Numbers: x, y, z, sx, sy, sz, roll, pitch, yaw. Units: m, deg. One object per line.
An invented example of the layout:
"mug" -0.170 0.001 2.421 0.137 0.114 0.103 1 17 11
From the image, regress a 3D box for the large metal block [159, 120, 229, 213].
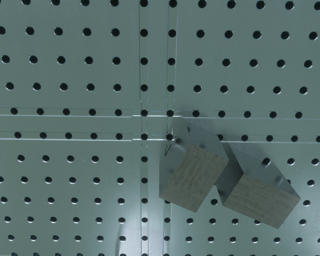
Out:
"large metal block" 0.039 0.047 0.401 0.050 0.080 0.080 25 108 -9

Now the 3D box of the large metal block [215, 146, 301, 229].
"large metal block" 0.123 0.076 0.413 0.080 0.080 0.050 24 108 -9
